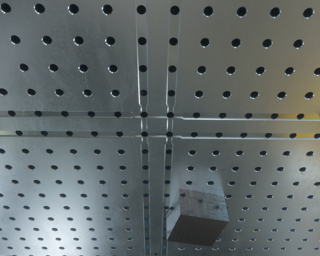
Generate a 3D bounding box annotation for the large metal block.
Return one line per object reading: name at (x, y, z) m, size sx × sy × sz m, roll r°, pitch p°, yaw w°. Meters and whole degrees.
large metal block at (0.060, 0.153, 0.526) m, size 0.080 × 0.050 × 0.079 m, roll 11°, pitch 129°, yaw -9°
